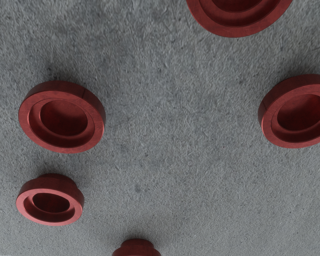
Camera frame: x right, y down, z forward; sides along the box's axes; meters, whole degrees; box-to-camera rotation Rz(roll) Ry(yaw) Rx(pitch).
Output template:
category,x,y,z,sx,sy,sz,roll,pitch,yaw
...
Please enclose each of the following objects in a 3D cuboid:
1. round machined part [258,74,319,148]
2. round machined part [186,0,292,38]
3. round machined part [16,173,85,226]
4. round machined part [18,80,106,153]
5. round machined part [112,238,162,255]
category,x,y,z,sx,sy,sz,roll,pitch,yaw
round machined part,0.169,-0.024,0.377,0.099,0.042,0.097,0,130,0
round machined part,0.070,-0.136,0.280,0.099,0.042,0.097,0,130,0
round machined part,-0.168,0.109,0.487,0.099,0.042,0.097,0,130,0
round machined part,-0.116,-0.017,0.380,0.099,0.042,0.097,0,130,0
round machined part,-0.046,0.255,0.613,0.099,0.042,0.097,0,130,0
